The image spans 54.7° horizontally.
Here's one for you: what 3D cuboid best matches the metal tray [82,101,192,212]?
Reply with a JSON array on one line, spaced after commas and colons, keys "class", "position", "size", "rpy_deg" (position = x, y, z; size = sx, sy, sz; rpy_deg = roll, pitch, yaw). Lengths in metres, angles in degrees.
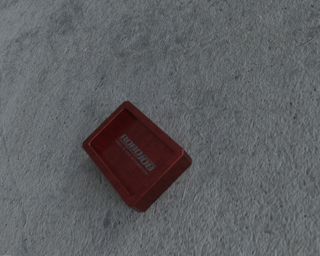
[{"class": "metal tray", "position": [-0.034, 0.031, 0.399], "size": [0.090, 0.030, 0.130], "rpy_deg": [-45, 51, -4]}]
